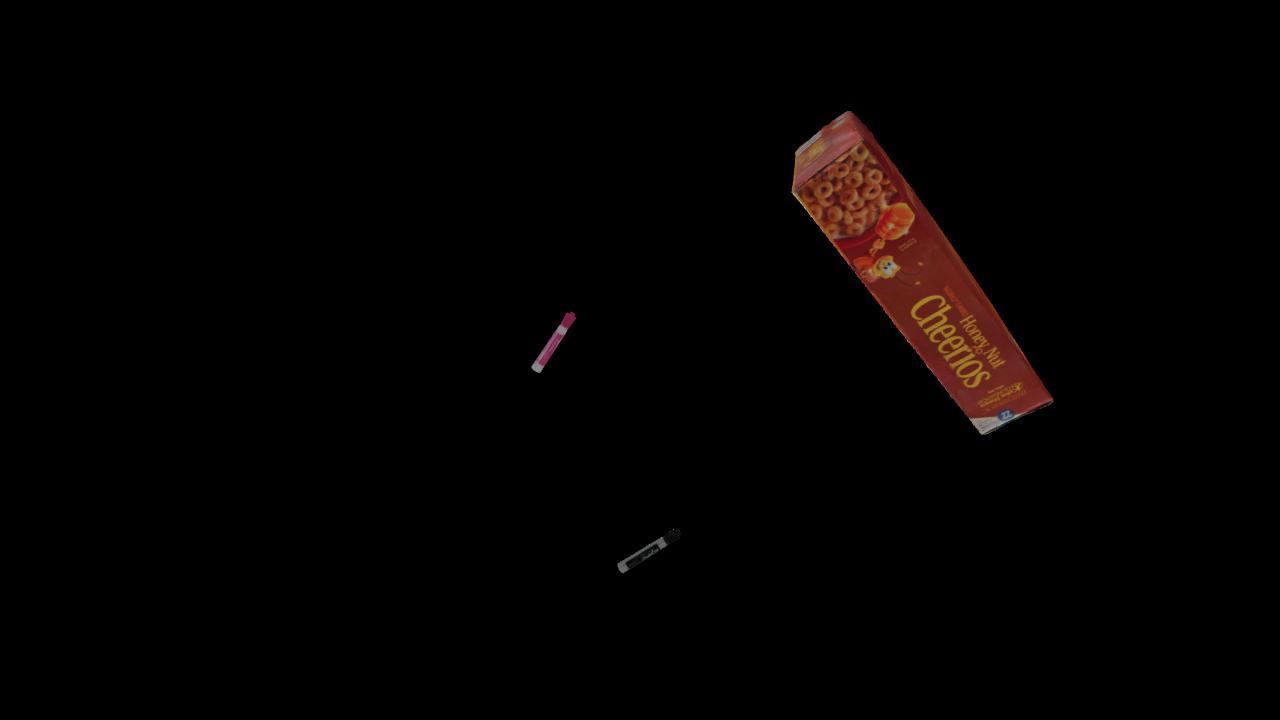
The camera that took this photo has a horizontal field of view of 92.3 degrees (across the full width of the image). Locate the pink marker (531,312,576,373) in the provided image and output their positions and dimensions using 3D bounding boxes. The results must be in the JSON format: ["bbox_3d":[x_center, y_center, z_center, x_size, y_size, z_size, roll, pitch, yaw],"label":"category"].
[{"bbox_3d":[-0.148,-0.032,1.063,0.020,0.121,0.020,34,8,-5],"label":"pink marker"}]

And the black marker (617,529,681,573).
[{"bbox_3d":[0.016,0.319,1.031,0.121,0.020,0.020,-34,-5,8],"label":"black marker"}]

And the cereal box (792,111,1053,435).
[{"bbox_3d":[0.274,-0.096,0.622,0.081,0.306,0.203,-35,15,28],"label":"cereal box"}]
